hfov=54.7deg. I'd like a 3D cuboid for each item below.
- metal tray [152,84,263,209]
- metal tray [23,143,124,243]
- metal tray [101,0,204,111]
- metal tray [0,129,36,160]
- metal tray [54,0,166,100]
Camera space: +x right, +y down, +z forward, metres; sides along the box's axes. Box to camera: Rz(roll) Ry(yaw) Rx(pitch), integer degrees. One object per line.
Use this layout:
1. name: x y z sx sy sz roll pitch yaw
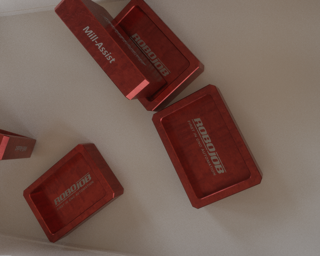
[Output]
1. metal tray: 0.058 0.023 0.386 0.090 0.030 0.130 -28 81 17
2. metal tray: -0.128 0.094 0.451 0.130 0.030 0.090 -39 78 15
3. metal tray: -0.017 -0.097 0.412 0.090 0.030 0.130 -43 77 14
4. metal tray: -0.233 0.015 0.419 0.091 0.130 0.030 17 84 -6
5. metal tray: -0.053 -0.094 0.368 0.030 0.090 0.130 -40 88 15
